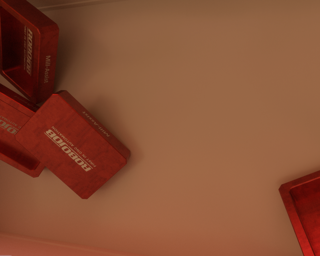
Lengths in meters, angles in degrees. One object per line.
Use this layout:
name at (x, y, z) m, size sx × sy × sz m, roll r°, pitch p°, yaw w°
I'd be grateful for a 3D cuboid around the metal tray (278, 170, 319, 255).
metal tray at (0.179, 0.096, 0.295) m, size 0.090 × 0.130 × 0.030 m, roll -27°, pitch 121°, yaw 19°

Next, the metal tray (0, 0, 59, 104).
metal tray at (-0.190, -0.108, 0.439) m, size 0.090 × 0.030 × 0.129 m, roll 39°, pitch 135°, yaw 15°

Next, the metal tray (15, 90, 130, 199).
metal tray at (-0.117, 0.024, 0.424) m, size 0.090 × 0.030 × 0.130 m, roll -43°, pitch 100°, yaw 15°

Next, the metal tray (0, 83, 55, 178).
metal tray at (-0.212, 0.003, 0.451) m, size 0.130 × 0.030 × 0.090 m, roll 33°, pitch 102°, yaw -13°
